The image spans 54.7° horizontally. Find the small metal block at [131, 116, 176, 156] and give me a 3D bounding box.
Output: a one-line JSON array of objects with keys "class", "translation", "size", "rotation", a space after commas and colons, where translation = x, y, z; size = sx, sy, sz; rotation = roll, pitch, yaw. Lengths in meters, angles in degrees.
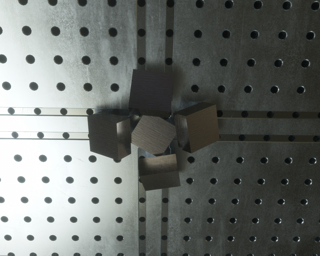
[{"class": "small metal block", "translation": [-0.009, 0.005, 0.415], "size": [0.050, 0.025, 0.050], "rotation": [30, 107, -11]}]

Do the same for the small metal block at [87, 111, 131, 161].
[{"class": "small metal block", "translation": [-0.066, 0.009, 0.404], "size": [0.050, 0.025, 0.050], "rotation": [13, 114, 32]}]

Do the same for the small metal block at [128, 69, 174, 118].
[{"class": "small metal block", "translation": [-0.011, -0.042, 0.384], "size": [0.050, 0.025, 0.050], "rotation": [6, 74, -3]}]

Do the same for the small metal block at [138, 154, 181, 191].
[{"class": "small metal block", "translation": [0.000, 0.062, 0.423], "size": [0.050, 0.025, 0.050], "rotation": [-8, 146, 3]}]

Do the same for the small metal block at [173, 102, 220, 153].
[{"class": "small metal block", "translation": [0.048, -0.002, 0.401], "size": [0.050, 0.025, 0.050], "rotation": [-22, 113, -30]}]
